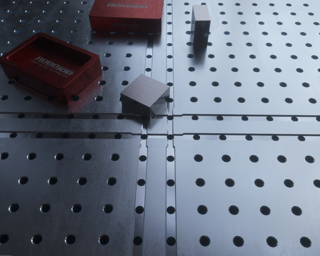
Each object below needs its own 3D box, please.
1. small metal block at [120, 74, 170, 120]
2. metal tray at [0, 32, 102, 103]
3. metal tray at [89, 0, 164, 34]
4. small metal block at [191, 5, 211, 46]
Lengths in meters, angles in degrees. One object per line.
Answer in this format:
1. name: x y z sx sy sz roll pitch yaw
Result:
1. small metal block: -0.021 -0.046 0.446 0.050 0.025 0.050 27 55 21
2. metal tray: -0.169 -0.098 0.485 0.130 0.030 0.090 25 54 19
3. metal tray: -0.060 -0.220 0.589 0.131 0.030 0.090 3 50 2
4. small metal block: 0.070 -0.179 0.543 0.025 0.050 0.050 -1 50 -1
